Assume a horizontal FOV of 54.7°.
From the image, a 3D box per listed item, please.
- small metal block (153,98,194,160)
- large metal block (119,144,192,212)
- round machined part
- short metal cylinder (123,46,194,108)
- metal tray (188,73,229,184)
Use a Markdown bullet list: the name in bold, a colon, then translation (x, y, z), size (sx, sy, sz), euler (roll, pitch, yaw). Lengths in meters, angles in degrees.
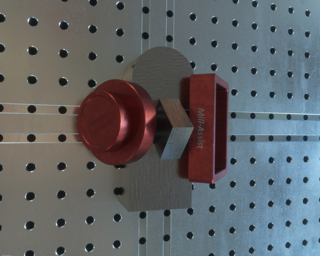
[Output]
- **small metal block**: translation (0.011, 0.001, 0.358), size (0.025, 0.050, 0.050), euler (0, 132, -23)
- **large metal block**: translation (-0.006, 0.059, 0.397), size (0.081, 0.050, 0.080), euler (2, 89, -20)
- **round machined part**: translation (-0.055, -0.006, 0.349), size (0.042, 0.098, 0.097), euler (2, 89, -53)
- **short metal cylinder**: translation (-0.003, -0.059, 0.397), size (0.081, 0.050, 0.080), euler (0, 90, -20)
- **metal tray**: translation (0.066, 0.001, 0.404), size (0.030, 0.090, 0.129), euler (1, 90, 23)
